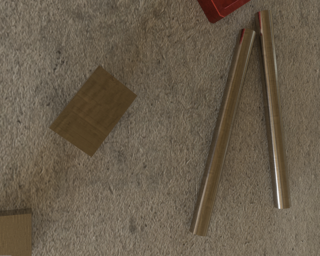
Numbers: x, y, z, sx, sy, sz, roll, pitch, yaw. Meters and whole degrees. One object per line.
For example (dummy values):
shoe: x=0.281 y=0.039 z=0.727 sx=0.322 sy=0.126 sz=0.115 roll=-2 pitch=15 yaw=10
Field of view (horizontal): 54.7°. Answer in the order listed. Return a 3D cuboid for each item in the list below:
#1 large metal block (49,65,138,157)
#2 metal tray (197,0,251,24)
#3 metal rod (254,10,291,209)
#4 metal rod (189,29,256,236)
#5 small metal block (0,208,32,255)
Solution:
large metal block: x=-0.079 y=-0.017 z=0.351 sx=0.050 sy=0.080 sz=0.080 roll=39 pitch=78 yaw=-16
metal tray: x=0.080 y=-0.228 z=0.436 sx=0.090 sy=0.030 sz=0.130 roll=-37 pitch=102 yaw=-17
metal rod: x=0.173 y=-0.026 z=0.474 sx=0.025 sy=0.025 sz=0.298 roll=-8 pitch=93 yaw=-20
metal rod: x=0.091 y=0.002 z=0.444 sx=0.025 sy=0.025 sz=0.299 roll=17 pitch=84 yaw=-20
small metal block: x=-0.171 y=0.120 z=0.346 sx=0.050 sy=0.025 sz=0.050 roll=0 pitch=90 yaw=-21
